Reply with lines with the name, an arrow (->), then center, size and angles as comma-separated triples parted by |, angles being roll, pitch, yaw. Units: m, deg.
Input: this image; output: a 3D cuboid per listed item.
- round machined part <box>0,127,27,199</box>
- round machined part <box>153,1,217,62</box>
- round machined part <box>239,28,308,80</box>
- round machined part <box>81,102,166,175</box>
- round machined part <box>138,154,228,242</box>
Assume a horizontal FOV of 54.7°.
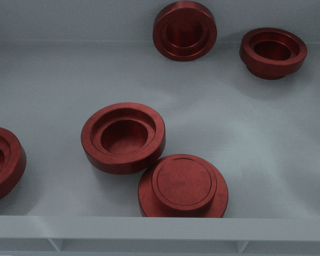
round machined part -> -0.203, 0.048, 0.352 | 0.099, 0.042, 0.098 | 0, 50, 0
round machined part -> 0.038, -0.156, 0.488 | 0.099, 0.097, 0.042 | 0, 52, 0
round machined part -> 0.175, -0.114, 0.491 | 0.099, 0.042, 0.098 | 0, 50, 0
round machined part -> -0.042, 0.017, 0.377 | 0.099, 0.042, 0.098 | -2, 47, 2
round machined part -> 0.025, 0.068, 0.337 | 0.099, 0.042, 0.098 | 0, 50, 0
